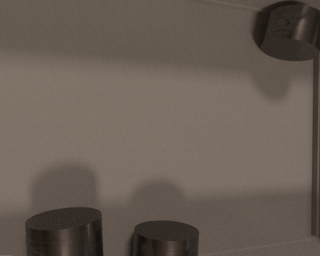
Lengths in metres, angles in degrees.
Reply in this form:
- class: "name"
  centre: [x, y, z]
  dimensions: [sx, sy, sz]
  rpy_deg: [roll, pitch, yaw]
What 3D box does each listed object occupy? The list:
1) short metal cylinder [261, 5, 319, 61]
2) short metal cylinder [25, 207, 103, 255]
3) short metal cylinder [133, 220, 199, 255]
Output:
- class: "short metal cylinder"
  centre: [0.195, -0.137, 0.455]
  dimensions: [0.081, 0.080, 0.050]
  rpy_deg: [16, 85, -20]
- class: "short metal cylinder"
  centre: [-0.104, 0.124, 0.343]
  dimensions: [0.081, 0.080, 0.050]
  rpy_deg: [-3, 91, -20]
- class: "short metal cylinder"
  centre: [0.007, 0.152, 0.385]
  dimensions: [0.081, 0.080, 0.050]
  rpy_deg: [3, 89, -20]
